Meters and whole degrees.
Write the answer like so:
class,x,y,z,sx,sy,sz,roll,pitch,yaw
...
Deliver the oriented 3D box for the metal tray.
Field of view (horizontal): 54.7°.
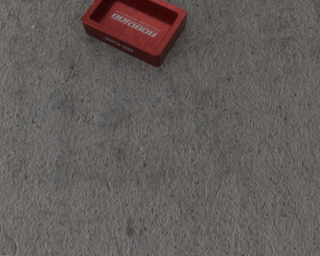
class,x,y,z,sx,sy,sz,roll,pitch,yaw
metal tray,-0.037,-0.158,0.462,0.130,0.030,0.090,27,72,9
